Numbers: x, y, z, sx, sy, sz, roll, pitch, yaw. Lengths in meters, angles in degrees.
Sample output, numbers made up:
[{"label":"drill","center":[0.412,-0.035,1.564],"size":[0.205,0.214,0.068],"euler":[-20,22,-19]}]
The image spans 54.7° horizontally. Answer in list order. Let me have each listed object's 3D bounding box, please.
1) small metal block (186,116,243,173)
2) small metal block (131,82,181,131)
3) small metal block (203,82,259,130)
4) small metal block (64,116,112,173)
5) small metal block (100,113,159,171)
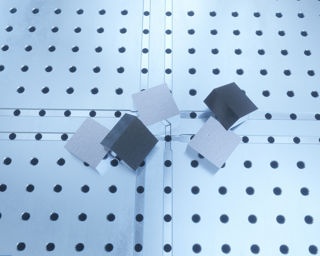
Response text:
[{"label":"small metal block","center":[0.070,0.021,0.405],"size":[0.050,0.025,0.050],"euler":[38,74,12]},{"label":"small metal block","center":[-0.006,-0.027,0.422],"size":[0.050,0.025,0.050],"euler":[-21,72,-8]},{"label":"small metal block","center":[0.095,-0.030,0.412],"size":[0.050,0.025,0.050],"euler":[-22,68,-43]},{"label":"small metal block","center":[-0.086,0.021,0.403],"size":[0.050,0.025,0.050],"euler":[32,73,10]},{"label":"small metal block","center":[-0.037,0.018,0.389],"size":[0.025,0.050,0.050],"euler":[17,64,50]}]
